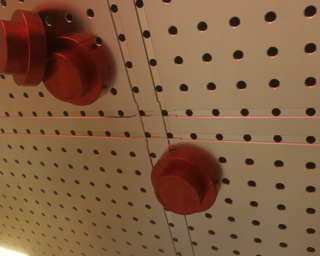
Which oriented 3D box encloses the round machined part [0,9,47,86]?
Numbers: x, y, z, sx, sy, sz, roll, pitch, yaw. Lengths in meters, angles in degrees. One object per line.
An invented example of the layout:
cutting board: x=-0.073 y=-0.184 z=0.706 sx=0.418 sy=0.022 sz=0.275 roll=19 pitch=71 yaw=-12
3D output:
round machined part: x=-0.186 y=-0.103 z=0.403 sx=0.098 sy=0.042 sz=0.097 roll=9 pitch=101 yaw=50

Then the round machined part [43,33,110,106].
round machined part: x=-0.120 y=-0.073 z=0.416 sx=0.098 sy=0.042 sz=0.097 roll=13 pitch=124 yaw=20

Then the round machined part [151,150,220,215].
round machined part: x=0.031 y=0.083 z=0.434 sx=0.098 sy=0.042 sz=0.097 roll=13 pitch=124 yaw=20
